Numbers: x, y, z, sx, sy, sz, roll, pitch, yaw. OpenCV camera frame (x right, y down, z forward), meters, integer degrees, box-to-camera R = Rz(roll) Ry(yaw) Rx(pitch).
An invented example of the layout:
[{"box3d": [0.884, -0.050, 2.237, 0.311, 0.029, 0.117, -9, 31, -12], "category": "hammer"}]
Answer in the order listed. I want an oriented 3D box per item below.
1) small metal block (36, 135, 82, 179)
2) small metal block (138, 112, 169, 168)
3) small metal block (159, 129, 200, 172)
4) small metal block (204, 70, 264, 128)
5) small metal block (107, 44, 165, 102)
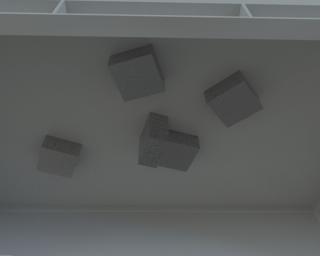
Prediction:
[{"box3d": [-0.144, 0.042, 0.443, 0.050, 0.025, 0.050, 17, 128, -14], "category": "small metal block"}, {"box3d": [-0.009, 0.016, 0.406, 0.025, 0.050, 0.050, 14, 129, -12], "category": "small metal block"}, {"box3d": [0.022, 0.032, 0.437, 0.050, 0.025, 0.050, 14, 129, -12], "category": "small metal block"}, {"box3d": [0.090, -0.034, 0.381, 0.050, 0.025, 0.050, -31, 124, 23], "category": "small metal block"}, {"box3d": [-0.026, -0.062, 0.356, 0.050, 0.025, 0.050, -14, 129, 11], "category": "small metal block"}]
